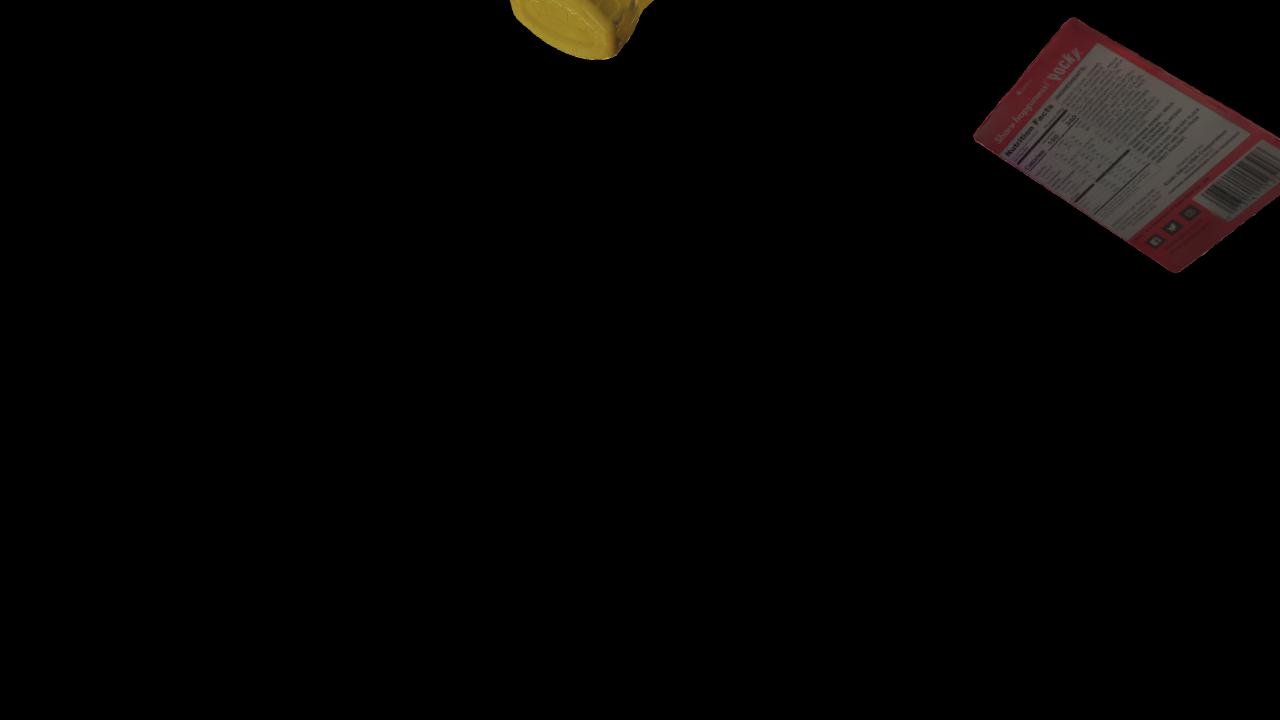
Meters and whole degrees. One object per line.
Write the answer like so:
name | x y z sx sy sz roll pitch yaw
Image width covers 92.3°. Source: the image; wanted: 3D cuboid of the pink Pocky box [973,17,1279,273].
pink Pocky box | 0.304 -0.134 0.386 0.029 0.155 0.084 -35 -19 -44

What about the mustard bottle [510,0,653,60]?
mustard bottle | -0.012 -0.307 0.463 0.092 0.184 0.054 26 -22 15
